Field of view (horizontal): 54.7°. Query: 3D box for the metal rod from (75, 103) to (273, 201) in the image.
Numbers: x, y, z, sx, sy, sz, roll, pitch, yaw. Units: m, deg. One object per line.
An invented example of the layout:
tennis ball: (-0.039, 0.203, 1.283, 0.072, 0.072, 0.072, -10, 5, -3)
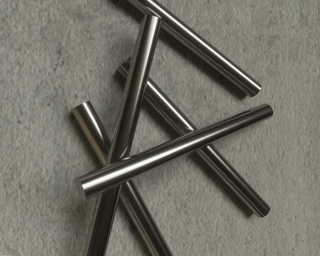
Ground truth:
metal rod: (0.041, 0.018, 0.392, 0.302, 0.025, 0.025, -20, 97, -32)

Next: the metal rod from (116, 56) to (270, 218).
metal rod: (0.055, 0.021, 0.430, 0.300, 0.025, 0.025, 46, 76, -15)

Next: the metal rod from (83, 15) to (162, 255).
metal rod: (-0.044, 0.013, 0.365, 0.025, 0.025, 0.298, 15, 85, -20)

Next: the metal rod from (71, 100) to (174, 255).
metal rod: (-0.030, 0.103, 0.399, 0.025, 0.025, 0.299, -30, 100, -18)

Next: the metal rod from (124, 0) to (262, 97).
metal rod: (0.022, -0.135, 0.417, 0.301, 0.025, 0.025, 33, 79, -17)
